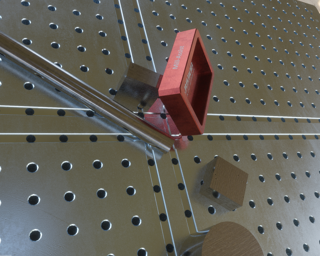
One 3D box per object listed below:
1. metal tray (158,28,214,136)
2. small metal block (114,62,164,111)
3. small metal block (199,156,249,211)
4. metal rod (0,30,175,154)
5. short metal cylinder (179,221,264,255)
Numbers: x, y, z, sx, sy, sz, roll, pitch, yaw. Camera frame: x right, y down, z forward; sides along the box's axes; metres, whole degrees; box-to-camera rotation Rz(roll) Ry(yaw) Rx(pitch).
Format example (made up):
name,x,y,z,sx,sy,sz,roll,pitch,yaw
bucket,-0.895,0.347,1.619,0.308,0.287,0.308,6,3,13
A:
name,x,y,z,sx,sy,sz,roll,pitch,yaw
metal tray,0.042,-0.065,0.436,0.090,0.030,0.130,58,37,-42
small metal block,-0.027,-0.054,0.412,0.050,0.050,0.025,20,54,-17
small metal block,0.086,0.074,0.411,0.050,0.025,0.050,31,51,-9
metal rod,-0.114,-0.055,0.380,0.301,0.025,0.025,32,52,-8
short metal cylinder,0.067,0.149,0.339,0.081,0.050,0.080,14,56,-21
